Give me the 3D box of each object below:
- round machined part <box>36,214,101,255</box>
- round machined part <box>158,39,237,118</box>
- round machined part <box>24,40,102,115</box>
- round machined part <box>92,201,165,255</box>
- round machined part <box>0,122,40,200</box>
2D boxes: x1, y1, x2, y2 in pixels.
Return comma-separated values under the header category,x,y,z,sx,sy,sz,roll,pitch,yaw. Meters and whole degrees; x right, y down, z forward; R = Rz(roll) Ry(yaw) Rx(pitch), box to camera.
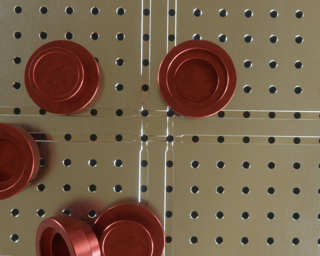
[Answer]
category,x,y,z,sx,sy,sz,roll,pitch,yaw
round machined part,-0.112,0.155,0.388,0.098,0.042,0.097,5,98,41
round machined part,0.047,-0.062,0.405,0.099,0.042,0.097,0,90,0
round machined part,-0.129,-0.066,0.404,0.099,0.042,0.097,0,90,0
round machined part,-0.043,0.148,0.405,0.099,0.042,0.097,0,90,0
round machined part,-0.205,0.041,0.404,0.099,0.042,0.097,0,90,0
